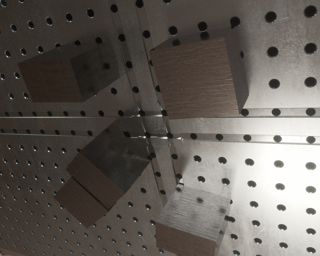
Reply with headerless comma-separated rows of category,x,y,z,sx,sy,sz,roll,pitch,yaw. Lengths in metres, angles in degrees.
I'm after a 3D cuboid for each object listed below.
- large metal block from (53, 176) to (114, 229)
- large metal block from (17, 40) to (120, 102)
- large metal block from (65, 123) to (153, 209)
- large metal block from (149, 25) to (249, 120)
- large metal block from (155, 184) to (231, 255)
large metal block,-0.122,0.113,0.527,0.080,0.050,0.080,44,129,-3
large metal block,-0.110,-0.071,0.388,0.080,0.080,0.050,3,120,26
large metal block,-0.071,0.052,0.443,0.080,0.080,0.050,43,129,-2
large metal block,0.045,-0.058,0.335,0.080,0.050,0.080,-3,117,29
large metal block,0.048,0.132,0.431,0.080,0.080,0.050,12,123,21
